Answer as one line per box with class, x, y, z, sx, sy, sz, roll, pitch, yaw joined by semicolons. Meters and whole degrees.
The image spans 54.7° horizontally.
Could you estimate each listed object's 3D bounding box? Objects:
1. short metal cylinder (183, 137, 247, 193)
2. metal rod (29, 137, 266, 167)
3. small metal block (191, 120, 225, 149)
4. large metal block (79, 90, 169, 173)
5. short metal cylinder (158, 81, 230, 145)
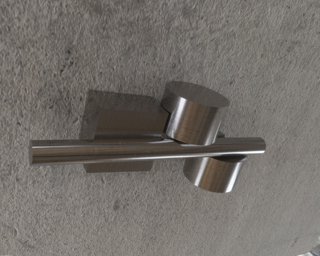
short metal cylinder;0.078;0.048;0.447;0.081;0.080;0.050;0;119;-29
metal rod;0.010;0.024;0.364;0.303;0.025;0.025;0;118;-30
small metal block;0.051;0.008;0.425;0.050;0.050;0.025;1;118;-29
large metal block;-0.046;0.005;0.367;0.081;0.050;0.079;3;117;-30
short metal cylinder;0.039;-0.020;0.384;0.081;0.080;0.050;2;118;-30
